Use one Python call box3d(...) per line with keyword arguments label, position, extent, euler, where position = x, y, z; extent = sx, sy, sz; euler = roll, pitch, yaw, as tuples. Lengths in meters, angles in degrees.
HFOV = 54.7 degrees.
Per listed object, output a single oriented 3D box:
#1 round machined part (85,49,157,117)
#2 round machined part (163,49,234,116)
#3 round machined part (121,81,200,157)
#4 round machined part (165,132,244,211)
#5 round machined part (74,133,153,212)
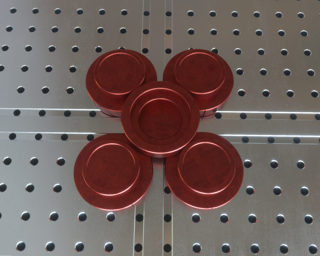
box3d(label="round machined part", position=(-0.053, -0.068, 0.426), extent=(0.099, 0.042, 0.098), euler=(0, 70, -1))
box3d(label="round machined part", position=(0.053, -0.069, 0.428), extent=(0.099, 0.042, 0.098), euler=(0, 70, -1))
box3d(label="round machined part", position=(0.001, -0.009, 0.404), extent=(0.099, 0.042, 0.098), euler=(0, 70, -1))
box3d(label="round machined part", position=(0.055, 0.051, 0.384), extent=(0.099, 0.042, 0.098), euler=(0, 70, -1))
box3d(label="round machined part", position=(-0.058, 0.052, 0.383), extent=(0.099, 0.042, 0.098), euler=(0, 70, -1))
